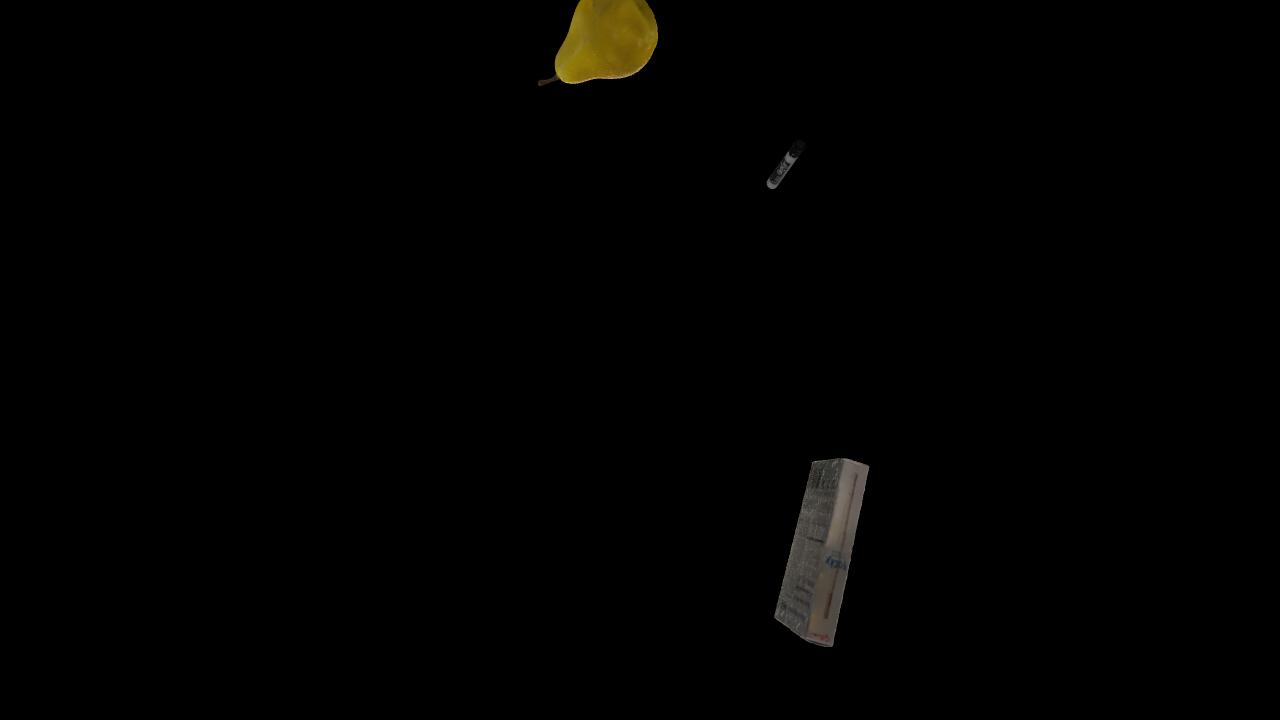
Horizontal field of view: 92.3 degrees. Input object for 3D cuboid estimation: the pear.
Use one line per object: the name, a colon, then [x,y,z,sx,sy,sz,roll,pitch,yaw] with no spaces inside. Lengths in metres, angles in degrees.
pear: [-0.039,-0.272,0.541,0.111,0.080,0.080,-28,-16,32]

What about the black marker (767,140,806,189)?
black marker: [0.223,-0.298,0.939,0.020,0.020,0.121,0,-12,-8]

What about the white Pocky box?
white Pocky box: [0.162,0.166,0.553,0.028,0.154,0.084,17,-12,-2]
